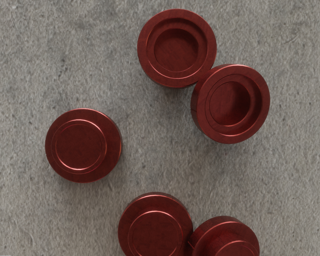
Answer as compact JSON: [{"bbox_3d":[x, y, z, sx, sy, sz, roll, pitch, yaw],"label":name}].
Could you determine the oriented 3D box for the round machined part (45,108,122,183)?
[{"bbox_3d":[-0.100,0.023,0.400,0.099,0.042,0.097,0,90,-1],"label":"round machined part"}]

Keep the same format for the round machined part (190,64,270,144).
[{"bbox_3d":[0.084,-0.032,0.393,0.099,0.042,0.097,-4,105,-15],"label":"round machined part"}]

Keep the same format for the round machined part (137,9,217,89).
[{"bbox_3d":[0.021,-0.099,0.402,0.099,0.042,0.097,0,90,-1],"label":"round machined part"}]

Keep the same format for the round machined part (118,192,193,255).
[{"bbox_3d":[-0.006,0.136,0.402,0.099,0.042,0.097,0,90,-1],"label":"round machined part"}]

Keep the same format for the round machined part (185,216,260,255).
[{"bbox_3d":[0.084,0.165,0.389,0.099,0.042,0.097,-2,96,-18],"label":"round machined part"}]
